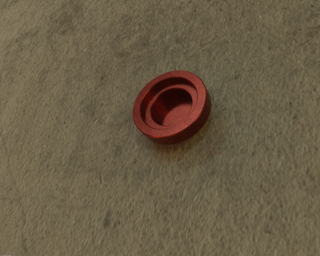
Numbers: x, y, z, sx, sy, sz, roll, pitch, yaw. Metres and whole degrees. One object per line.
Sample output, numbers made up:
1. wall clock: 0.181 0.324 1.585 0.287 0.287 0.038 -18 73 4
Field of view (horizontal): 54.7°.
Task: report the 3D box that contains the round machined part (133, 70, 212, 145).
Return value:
1. round machined part: 0.018 -0.022 0.396 0.098 0.042 0.098 -13 56 20
